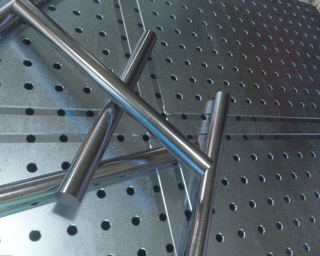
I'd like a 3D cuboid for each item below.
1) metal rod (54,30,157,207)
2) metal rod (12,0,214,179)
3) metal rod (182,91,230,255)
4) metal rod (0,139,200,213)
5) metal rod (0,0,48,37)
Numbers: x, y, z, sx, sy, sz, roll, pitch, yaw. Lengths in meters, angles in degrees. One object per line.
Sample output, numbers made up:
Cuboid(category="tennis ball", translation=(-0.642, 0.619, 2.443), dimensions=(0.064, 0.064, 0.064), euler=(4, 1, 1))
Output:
Cuboid(category="metal rod", translation=(-0.051, -0.039, 0.386), dimensions=(0.025, 0.025, 0.300), euler=(28, 46, -11))
Cuboid(category="metal rod", translation=(-0.061, -0.053, 0.357), dimensions=(0.300, 0.025, 0.025), euler=(42, 50, 10))
Cuboid(category="metal rod", translation=(0.063, 0.065, 0.404), dimensions=(0.025, 0.025, 0.300), euler=(27, 52, -12))
Cuboid(category="metal rod", translation=(-0.078, 0.052, 0.335), dimensions=(0.303, 0.025, 0.025), euler=(-11, 68, -33))
Cuboid(category="metal rod", translation=(-0.199, -0.126, 0.378), dimensions=(0.025, 0.025, 0.301), euler=(33, 51, -8))
